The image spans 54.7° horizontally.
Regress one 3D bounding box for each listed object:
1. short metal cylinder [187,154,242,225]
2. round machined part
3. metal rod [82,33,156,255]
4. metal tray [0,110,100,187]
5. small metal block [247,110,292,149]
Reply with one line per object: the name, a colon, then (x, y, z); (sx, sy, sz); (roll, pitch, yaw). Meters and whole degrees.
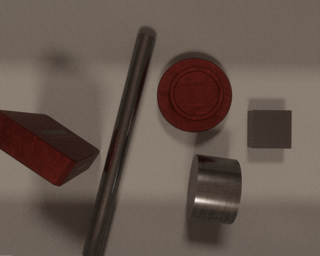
short metal cylinder: (0.065, 0.075, 0.385); (0.050, 0.080, 0.080); (8, 90, 0)
round machined part: (0.045, -0.043, 0.404); (0.099, 0.042, 0.097); (0, 90, -1)
metal rod: (-0.054, 0.024, 0.410); (0.025, 0.025, 0.298); (14, 90, -1)
metal tray: (-0.126, 0.019, 0.357); (0.090, 0.130, 0.030); (34, 90, -1)
small metal block: (0.145, 0.002, 0.413); (0.050, 0.025, 0.050); (0, 90, -1)
